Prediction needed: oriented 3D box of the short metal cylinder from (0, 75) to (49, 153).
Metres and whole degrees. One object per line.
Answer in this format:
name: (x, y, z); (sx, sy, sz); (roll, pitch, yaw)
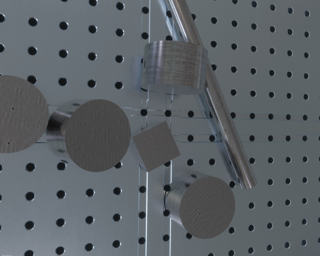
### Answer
short metal cylinder: (-0.164, -0.014, 0.339); (0.081, 0.050, 0.079); (0, 90, -20)

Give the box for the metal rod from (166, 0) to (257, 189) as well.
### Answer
metal rod: (0.074, -0.051, 0.440); (0.025, 0.025, 0.299); (-26, 99, -18)

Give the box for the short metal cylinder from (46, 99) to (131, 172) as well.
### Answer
short metal cylinder: (-0.081, 0.007, 0.356); (0.081, 0.050, 0.079); (-5, 97, -40)

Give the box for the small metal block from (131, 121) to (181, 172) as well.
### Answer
small metal block: (-0.008, 0.024, 0.410); (0.050, 0.025, 0.050); (-26, 99, -18)

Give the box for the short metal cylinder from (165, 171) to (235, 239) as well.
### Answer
short metal cylinder: (0.053, 0.102, 0.420); (0.081, 0.050, 0.079); (0, 90, -20)

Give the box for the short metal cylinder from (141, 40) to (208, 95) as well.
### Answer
short metal cylinder: (0.018, -0.073, 0.390); (0.081, 0.080, 0.050); (6, 88, -20)
